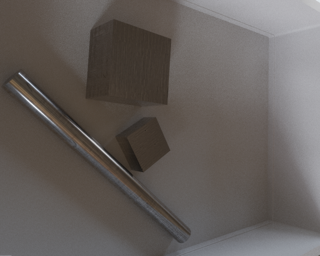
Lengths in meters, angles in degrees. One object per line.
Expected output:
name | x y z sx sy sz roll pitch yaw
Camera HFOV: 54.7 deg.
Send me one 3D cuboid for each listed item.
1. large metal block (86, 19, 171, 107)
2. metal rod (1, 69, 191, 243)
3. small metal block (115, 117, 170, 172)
large metal block | -0.036 -0.070 0.362 0.081 0.050 0.080 6 87 -40
metal rod | -0.053 0.052 0.363 0.300 0.025 0.025 49 61 -29
small metal block | -0.021 0.020 0.391 0.050 0.025 0.050 -36 113 -34
